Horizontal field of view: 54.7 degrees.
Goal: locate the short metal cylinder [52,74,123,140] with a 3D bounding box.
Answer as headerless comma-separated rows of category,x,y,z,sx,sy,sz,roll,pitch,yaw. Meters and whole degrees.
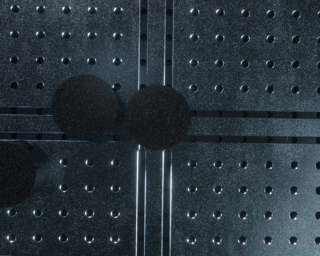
short metal cylinder,-0.091,-0.025,0.400,0.081,0.050,0.079,0,90,-1

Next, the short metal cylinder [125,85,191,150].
short metal cylinder,-0.002,-0.013,0.401,0.081,0.050,0.079,0,90,-1

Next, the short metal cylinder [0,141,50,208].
short metal cylinder,-0.190,0.056,0.398,0.081,0.050,0.079,0,90,-1
